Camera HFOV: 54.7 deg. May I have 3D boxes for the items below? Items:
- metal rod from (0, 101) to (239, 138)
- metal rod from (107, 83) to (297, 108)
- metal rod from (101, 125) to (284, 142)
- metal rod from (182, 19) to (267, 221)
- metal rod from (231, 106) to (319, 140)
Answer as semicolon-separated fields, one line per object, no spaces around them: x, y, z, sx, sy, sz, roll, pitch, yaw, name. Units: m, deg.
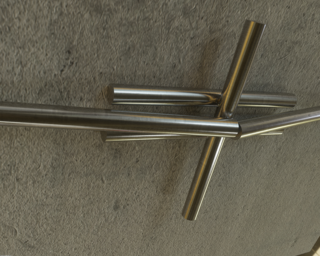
-0.048;-0.008;0.345;0.302;0.025;0.025;3;117;-20;metal rod
0.076;-0.041;0.426;0.303;0.025;0.025;-1;119;-28;metal rod
0.065;0.002;0.446;0.303;0.025;0.025;-1;119;-28;metal rod
0.079;0.006;0.425;0.025;0.025;0.298;0;119;-29;metal rod
0.217;-0.016;0.487;0.303;0.025;0.025;-9;123;-36;metal rod
